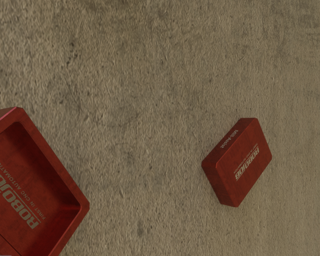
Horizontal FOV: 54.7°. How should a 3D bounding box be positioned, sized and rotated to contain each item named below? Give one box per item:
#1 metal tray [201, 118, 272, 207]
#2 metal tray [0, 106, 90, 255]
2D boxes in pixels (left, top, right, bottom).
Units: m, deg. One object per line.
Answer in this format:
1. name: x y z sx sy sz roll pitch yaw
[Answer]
1. metal tray: 0.131 0.054 0.511 0.131 0.030 0.090 -42 116 -32
2. metal tray: -0.124 0.058 0.268 0.129 0.030 0.090 65 35 -29
